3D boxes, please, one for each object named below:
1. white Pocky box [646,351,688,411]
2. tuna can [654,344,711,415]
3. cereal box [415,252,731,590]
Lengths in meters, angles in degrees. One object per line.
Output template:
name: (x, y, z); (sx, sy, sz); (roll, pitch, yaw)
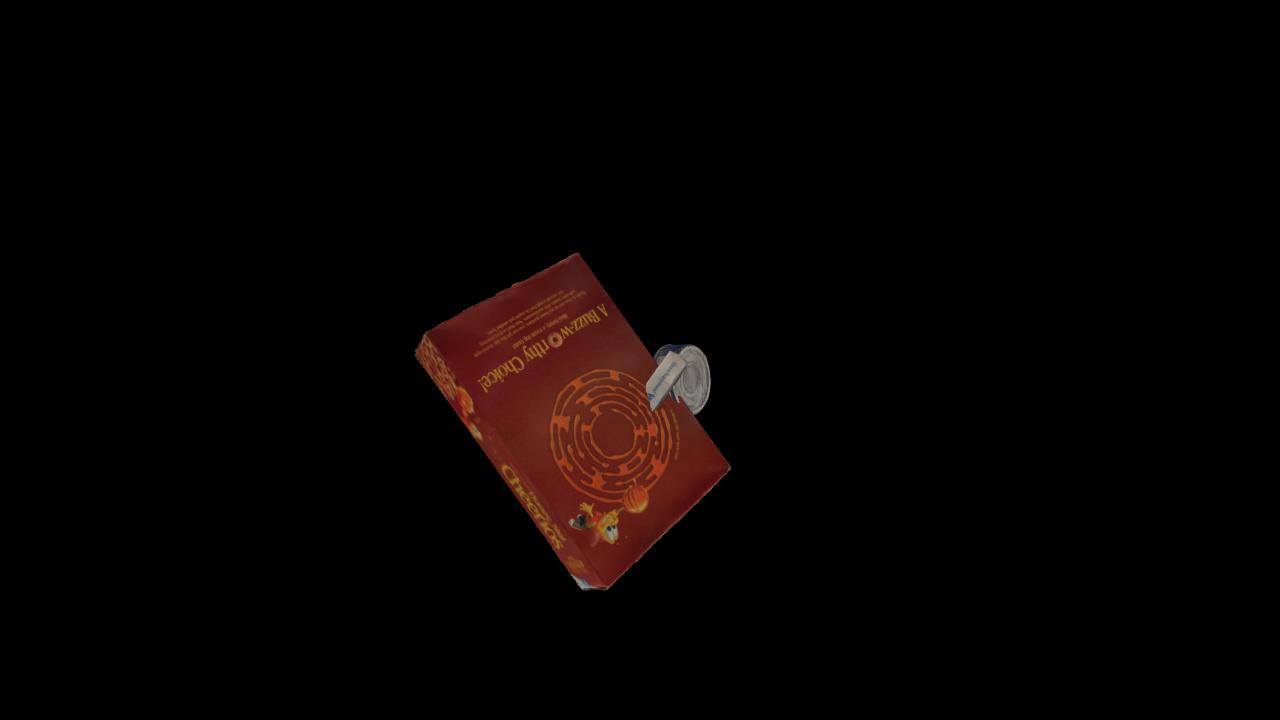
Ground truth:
white Pocky box: (0.017, 0.046, 0.740); (0.028, 0.084, 0.154); (34, -12, 5)
tuna can: (0.048, 0.023, 0.715); (0.034, 0.084, 0.084); (-2, -1, 38)
cereal box: (-0.064, 0.059, 0.661); (0.203, 0.306, 0.081); (-36, 2, -33)
